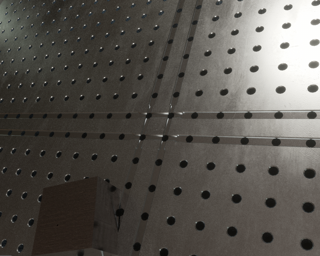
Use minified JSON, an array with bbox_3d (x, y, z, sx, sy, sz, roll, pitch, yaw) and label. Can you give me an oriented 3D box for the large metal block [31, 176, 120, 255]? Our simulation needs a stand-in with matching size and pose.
[{"bbox_3d":[-0.098,0.111,0.374,0.080,0.050,0.080,-15,56,19],"label":"large metal block"}]
